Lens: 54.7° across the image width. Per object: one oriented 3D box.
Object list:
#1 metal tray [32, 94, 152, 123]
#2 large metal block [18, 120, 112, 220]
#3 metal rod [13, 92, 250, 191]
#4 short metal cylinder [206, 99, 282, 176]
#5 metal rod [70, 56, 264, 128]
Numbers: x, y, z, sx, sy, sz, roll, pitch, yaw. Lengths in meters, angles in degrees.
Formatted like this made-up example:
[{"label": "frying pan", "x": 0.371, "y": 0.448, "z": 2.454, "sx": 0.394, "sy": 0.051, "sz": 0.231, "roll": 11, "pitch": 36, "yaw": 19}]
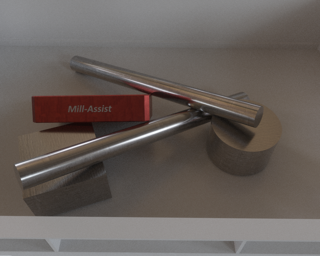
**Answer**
[{"label": "metal tray", "x": -0.077, "y": -0.026, "z": 0.385, "sx": 0.131, "sy": 0.030, "sz": 0.090, "roll": -1, "pitch": 6, "yaw": 1}, {"label": "large metal block", "x": -0.105, "y": 0.044, "z": 0.345, "sx": 0.081, "sy": 0.050, "sz": 0.080, "roll": -15, "pitch": 52, "yaw": -13}, {"label": "metal rod", "x": -0.004, "y": 0.002, "z": 0.353, "sx": 0.302, "sy": 0.025, "sz": 0.025, "roll": -19, "pitch": 52, "yaw": -33}, {"label": "short metal cylinder", "x": 0.100, "y": 0.011, "z": 0.378, "sx": 0.081, "sy": 0.050, "sz": 0.080, "roll": 0, "pitch": 50, "yaw": 0}, {"label": "metal rod", "x": -0.013, "y": -0.057, "z": 0.413, "sx": 0.300, "sy": 0.025, "sz": 0.025, "roll": 21, "pitch": 52, "yaw": 31}]
